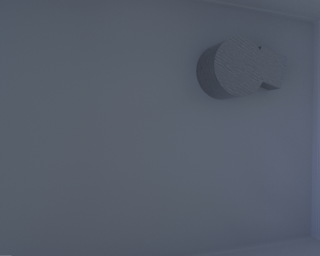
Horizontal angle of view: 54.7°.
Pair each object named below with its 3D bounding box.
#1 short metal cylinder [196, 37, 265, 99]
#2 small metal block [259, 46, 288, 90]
[{"bbox_3d":[0.099,-0.082,0.435,0.081,0.050,0.079,0,90,-21],"label":"short metal cylinder"},{"bbox_3d":[0.161,-0.090,0.472,0.050,0.025,0.050,16,84,-20],"label":"small metal block"}]
